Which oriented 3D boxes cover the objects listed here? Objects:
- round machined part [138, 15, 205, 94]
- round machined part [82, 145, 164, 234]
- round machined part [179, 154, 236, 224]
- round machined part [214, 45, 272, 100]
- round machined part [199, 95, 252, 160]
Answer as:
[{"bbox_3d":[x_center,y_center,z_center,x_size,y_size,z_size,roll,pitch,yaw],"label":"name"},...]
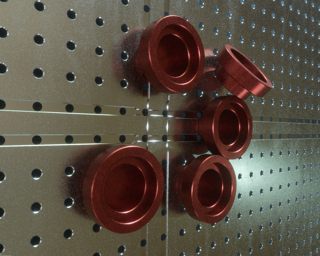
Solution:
[{"bbox_3d":[0.011,-0.094,0.409,0.099,0.042,0.097,0,90,-40],"label":"round machined part"},{"bbox_3d":[-0.046,0.069,0.362,0.099,0.042,0.097,0,90,-40],"label":"round machined part"},{"bbox_3d":[0.066,0.087,0.456,0.099,0.042,0.097,0,90,-40],"label":"round machined part"},{"bbox_3d":[0.124,-0.082,0.483,0.098,0.042,0.098,32,29,-20],"label":"round machined part"},{"bbox_3d":[0.099,-0.001,0.484,0.099,0.042,0.097,0,90,-40],"label":"round machined part"}]
